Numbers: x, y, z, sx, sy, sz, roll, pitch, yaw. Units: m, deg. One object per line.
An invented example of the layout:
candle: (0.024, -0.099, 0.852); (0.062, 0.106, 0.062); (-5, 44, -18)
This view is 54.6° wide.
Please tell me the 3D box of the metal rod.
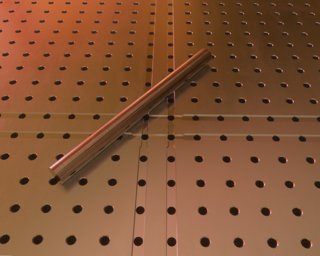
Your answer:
metal rod: (-0.023, -0.032, 0.434); (0.025, 0.025, 0.301); (33, 57, 25)
